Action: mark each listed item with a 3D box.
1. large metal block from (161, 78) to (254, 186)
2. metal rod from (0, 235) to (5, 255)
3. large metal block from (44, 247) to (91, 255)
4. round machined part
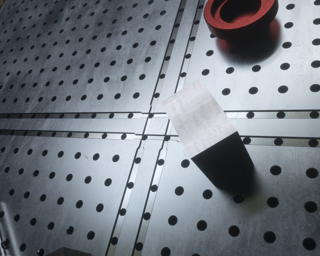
[{"bbox_3d":[0.053,0.006,0.342,0.050,0.080,0.080,-32,52,8],"label":"large metal block"},{"bbox_3d":[-0.198,0.203,0.387,0.025,0.025,0.300,-42,51,-1],"label":"metal rod"},{"bbox_3d":[-0.118,0.189,0.338,0.080,0.050,0.080,-28,52,10],"label":"large metal block"},{"bbox_3d":[0.115,-0.160,0.435,0.098,0.042,0.098,-13,56,21],"label":"round machined part"}]
